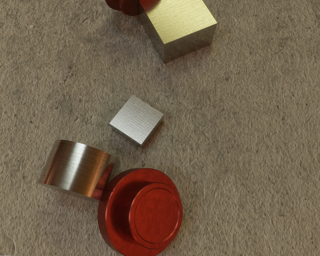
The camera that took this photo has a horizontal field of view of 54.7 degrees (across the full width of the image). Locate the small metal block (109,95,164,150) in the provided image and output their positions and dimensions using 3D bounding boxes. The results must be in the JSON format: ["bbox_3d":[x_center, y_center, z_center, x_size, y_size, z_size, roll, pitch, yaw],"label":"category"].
[{"bbox_3d":[-0.030,-0.008,0.411,0.050,0.025,0.050,33,73,11],"label":"small metal block"}]

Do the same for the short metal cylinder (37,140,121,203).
[{"bbox_3d":[-0.092,0.052,0.359,0.080,0.080,0.050,15,71,5],"label":"short metal cylinder"}]

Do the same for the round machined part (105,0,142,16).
[{"bbox_3d":[-0.032,-0.199,0.443,0.099,0.098,0.042,-24,82,-9],"label":"round machined part"}]

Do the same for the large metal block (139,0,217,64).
[{"bbox_3d":[0.024,-0.152,0.451,0.080,0.050,0.080,-24,72,-9],"label":"large metal block"}]

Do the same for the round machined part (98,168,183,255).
[{"bbox_3d":[-0.014,0.093,0.339,0.099,0.042,0.097,5,81,-35],"label":"round machined part"}]
